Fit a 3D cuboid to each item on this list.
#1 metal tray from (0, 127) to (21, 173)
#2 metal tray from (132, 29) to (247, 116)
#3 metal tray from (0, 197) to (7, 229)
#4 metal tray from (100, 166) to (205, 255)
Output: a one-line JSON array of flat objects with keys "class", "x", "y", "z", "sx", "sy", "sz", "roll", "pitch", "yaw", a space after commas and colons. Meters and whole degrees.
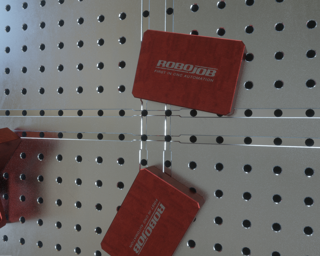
[{"class": "metal tray", "x": -0.279, "y": 0.063, "z": 0.471, "sx": 0.030, "sy": 0.090, "sz": 0.130, "roll": 37, "pitch": 102, "yaw": 3}, {"class": "metal tray", "x": 0.036, "y": -0.071, "z": 0.397, "sx": 0.130, "sy": 0.030, "sz": 0.089, "roll": 13, "pitch": 94, "yaw": 19}, {"class": "metal tray", "x": -0.291, "y": 0.105, "z": 0.466, "sx": 0.030, "sy": 0.090, "sz": 0.129, "roll": -11, "pitch": 96, "yaw": 16}, {"class": "metal tray", "x": -0.012, "y": 0.128, "z": 0.413, "sx": 0.090, "sy": 0.030, "sz": 0.129, "roll": 31, "pitch": 100, "yaw": 17}]
